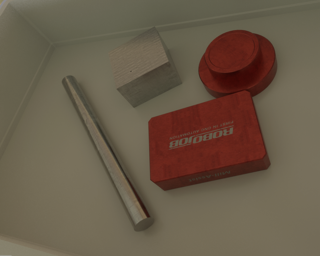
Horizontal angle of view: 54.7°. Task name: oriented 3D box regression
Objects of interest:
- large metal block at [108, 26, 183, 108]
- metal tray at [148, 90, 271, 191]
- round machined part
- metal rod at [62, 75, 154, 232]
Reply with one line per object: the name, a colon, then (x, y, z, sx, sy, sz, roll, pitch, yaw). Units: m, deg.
large metal block: (-0.023, -0.089, 0.455, 0.080, 0.050, 0.080, -26, 53, 12)
metal tray: (0.052, 0.016, 0.365, 0.130, 0.030, 0.090, -16, 55, 18)
round machined part: (0.096, -0.086, 0.397, 0.098, 0.042, 0.098, -13, 56, 20)
metal rod: (-0.087, 0.014, 0.440, 0.025, 0.025, 0.300, -38, 51, 2)
